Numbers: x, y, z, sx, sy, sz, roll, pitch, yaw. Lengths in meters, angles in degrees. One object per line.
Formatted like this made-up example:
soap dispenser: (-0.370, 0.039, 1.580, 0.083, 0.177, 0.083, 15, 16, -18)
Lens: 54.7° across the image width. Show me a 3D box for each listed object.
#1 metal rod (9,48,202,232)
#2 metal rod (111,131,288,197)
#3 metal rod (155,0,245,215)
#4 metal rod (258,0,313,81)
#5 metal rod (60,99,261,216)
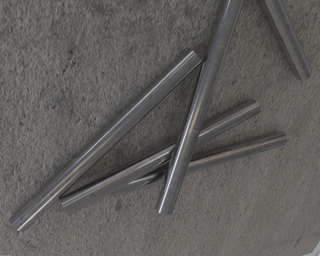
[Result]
metal rod: (-0.067, 0.015, 0.379, 0.300, 0.025, 0.025, -43, 129, 2)
metal rod: (0.072, 0.050, 0.476, 0.302, 0.025, 0.025, -13, 124, -21)
metal rod: (0.048, -0.028, 0.386, 0.025, 0.025, 0.298, 9, 105, -32)
metal rod: (0.134, -0.160, 0.380, 0.025, 0.025, 0.300, -46, 129, 3)
metal rod: (0.012, 0.032, 0.423, 0.302, 0.025, 0.025, -27, 128, -16)
